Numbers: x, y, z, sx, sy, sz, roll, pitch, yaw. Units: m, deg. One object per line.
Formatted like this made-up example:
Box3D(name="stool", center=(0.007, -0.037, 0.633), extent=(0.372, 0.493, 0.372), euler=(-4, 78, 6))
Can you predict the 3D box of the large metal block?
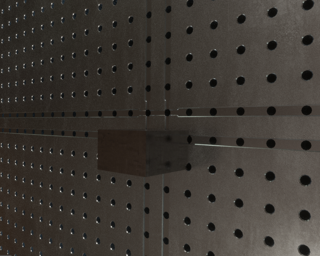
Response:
Box3D(name="large metal block", center=(-0.020, 0.027, 0.388), extent=(0.080, 0.081, 0.050), euler=(1, 91, 39))
